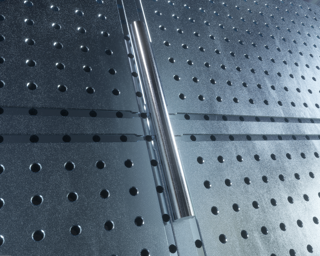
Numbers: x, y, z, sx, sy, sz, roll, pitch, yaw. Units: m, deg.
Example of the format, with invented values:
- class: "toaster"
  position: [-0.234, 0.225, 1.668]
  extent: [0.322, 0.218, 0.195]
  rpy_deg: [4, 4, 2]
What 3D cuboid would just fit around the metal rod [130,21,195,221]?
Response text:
- class: "metal rod"
  position: [-0.003, -0.027, 0.422]
  extent: [0.025, 0.025, 0.299]
  rpy_deg: [1, 62, -28]
